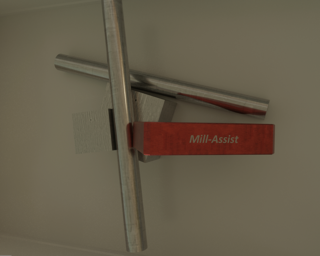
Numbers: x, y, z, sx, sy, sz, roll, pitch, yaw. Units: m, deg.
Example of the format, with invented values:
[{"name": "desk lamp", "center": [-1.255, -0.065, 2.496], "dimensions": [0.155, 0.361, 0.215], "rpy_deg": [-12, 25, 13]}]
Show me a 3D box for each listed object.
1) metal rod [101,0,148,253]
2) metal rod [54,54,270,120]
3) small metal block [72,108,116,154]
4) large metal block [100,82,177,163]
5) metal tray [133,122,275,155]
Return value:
[{"name": "metal rod", "center": [-0.043, -0.006, 0.370], "dimensions": [0.025, 0.025, 0.298], "rpy_deg": [-7, 88, 19]}, {"name": "metal rod", "center": [-0.011, -0.060, 0.413], "dimensions": [0.301, 0.025, 0.025], "rpy_deg": [16, 95, 18]}, {"name": "small metal block", "center": [-0.078, 0.004, 0.382], "dimensions": [0.050, 0.025, 0.050], "rpy_deg": [-7, 87, 19]}, {"name": "large metal block", "center": [-0.034, -0.008, 0.407], "dimensions": [0.080, 0.050, 0.080], "rpy_deg": [19, 96, 18]}, {"name": "metal tray", "center": [0.041, 0.009, 0.331], "dimensions": [0.131, 0.090, 0.030], "rpy_deg": [1, 91, -12]}]
